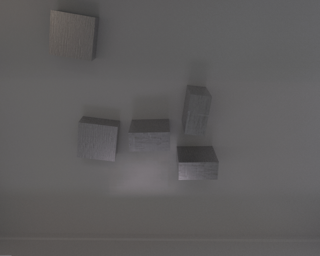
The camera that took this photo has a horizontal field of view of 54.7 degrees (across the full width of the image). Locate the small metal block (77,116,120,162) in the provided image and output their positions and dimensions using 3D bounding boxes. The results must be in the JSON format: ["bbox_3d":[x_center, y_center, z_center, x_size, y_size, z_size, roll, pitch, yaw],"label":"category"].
[{"bbox_3d":[-0.082,0.014,0.416,0.050,0.025,0.050,7,110,-3],"label":"small metal block"}]

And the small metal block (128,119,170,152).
[{"bbox_3d":[-0.013,0.008,0.401,0.050,0.050,0.025,-1,110,0],"label":"small metal block"}]

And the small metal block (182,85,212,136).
[{"bbox_3d":[0.045,-0.023,0.390,0.025,0.050,0.050,6,110,-2],"label":"small metal block"}]

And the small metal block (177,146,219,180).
[{"bbox_3d":[0.049,0.046,0.415,0.050,0.050,0.025,-1,110,0],"label":"small metal block"}]

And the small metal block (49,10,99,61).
[{"bbox_3d":[-0.102,-0.110,0.370,0.050,0.025,0.050,9,110,-4],"label":"small metal block"}]
